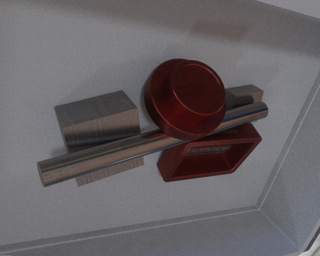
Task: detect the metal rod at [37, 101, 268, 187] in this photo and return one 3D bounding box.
[{"bbox_3d":[0.015,0.009,0.364,0.303,0.025,0.025,-15,125,-29],"label":"metal rod"}]

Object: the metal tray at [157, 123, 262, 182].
[{"bbox_3d":[0.071,0.035,0.448,0.131,0.030,0.089,-2,139,-29],"label":"metal tray"}]

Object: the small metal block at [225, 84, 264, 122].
[{"bbox_3d":[0.119,-0.033,0.453,0.050,0.025,0.050,-11,123,-23],"label":"small metal block"}]

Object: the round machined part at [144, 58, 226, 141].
[{"bbox_3d":[0.035,-0.038,0.354,0.099,0.098,0.042,-5,161,-27],"label":"round machined part"}]

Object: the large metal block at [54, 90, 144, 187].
[{"bbox_3d":[-0.069,0.011,0.360,0.081,0.050,0.079,-17,125,-19],"label":"large metal block"}]
